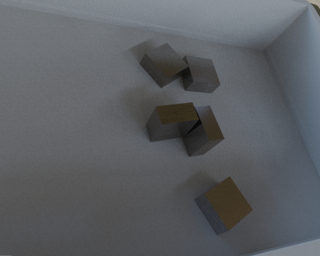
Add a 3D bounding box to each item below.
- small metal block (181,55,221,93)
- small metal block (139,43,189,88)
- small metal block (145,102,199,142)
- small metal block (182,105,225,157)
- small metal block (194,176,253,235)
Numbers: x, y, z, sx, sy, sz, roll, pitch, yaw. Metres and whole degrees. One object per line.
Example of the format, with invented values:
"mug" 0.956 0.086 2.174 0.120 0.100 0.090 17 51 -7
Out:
"small metal block" 0.062 -0.084 0.490 0.050 0.025 0.050 2 61 -28
"small metal block" 0.006 -0.095 0.467 0.050 0.025 0.050 49 51 6
"small metal block" 0.014 -0.007 0.397 0.050 0.050 0.025 -8 66 -23
"small metal block" 0.053 0.005 0.415 0.025 0.050 0.050 -6 65 -31
"small metal block" 0.080 0.097 0.389 0.050 0.025 0.050 -24 75 -37
